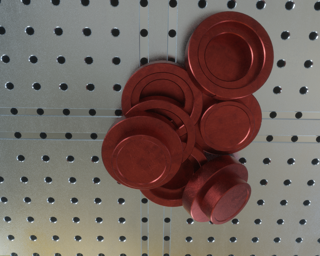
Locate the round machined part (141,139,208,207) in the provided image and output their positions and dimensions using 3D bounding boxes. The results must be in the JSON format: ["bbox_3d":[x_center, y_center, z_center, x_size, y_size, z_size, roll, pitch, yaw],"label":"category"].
[{"bbox_3d":[0.017,0.055,0.425,0.099,0.042,0.097,0,110,0],"label":"round machined part"}]

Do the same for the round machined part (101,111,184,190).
[{"bbox_3d":[-0.021,0.032,0.371,0.099,0.042,0.097,0,110,0],"label":"round machined part"}]

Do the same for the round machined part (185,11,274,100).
[{"bbox_3d":[0.077,-0.081,0.363,0.099,0.042,0.097,0,89,-7],"label":"round machined part"}]

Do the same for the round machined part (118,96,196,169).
[{"bbox_3d":[-0.004,0.005,0.406,0.099,0.042,0.097,0,110,0],"label":"round machined part"}]

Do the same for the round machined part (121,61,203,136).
[{"bbox_3d":[0.003,-0.036,0.391,0.099,0.042,0.097,0,110,0],"label":"round machined part"}]

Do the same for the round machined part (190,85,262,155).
[{"bbox_3d":[0.083,-0.008,0.401,0.099,0.042,0.097,0,110,0],"label":"round machined part"}]

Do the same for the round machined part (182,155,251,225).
[{"bbox_3d":[0.081,0.088,0.411,0.099,0.042,0.097,-20,130,-26],"label":"round machined part"}]
